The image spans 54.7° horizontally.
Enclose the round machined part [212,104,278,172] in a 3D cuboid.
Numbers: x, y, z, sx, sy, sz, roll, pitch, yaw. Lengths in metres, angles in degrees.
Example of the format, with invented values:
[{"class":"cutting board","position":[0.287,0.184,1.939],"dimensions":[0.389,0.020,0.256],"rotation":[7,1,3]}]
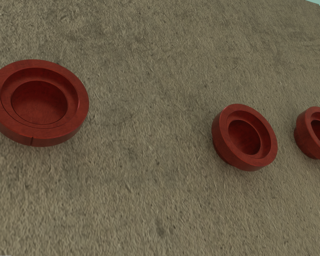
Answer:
[{"class":"round machined part","position":[0.115,0.017,0.444],"dimensions":[0.099,0.042,0.098],"rotation":[14,56,-21]}]

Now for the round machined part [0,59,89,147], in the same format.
[{"class":"round machined part","position":[-0.131,-0.023,0.336],"dimensions":[0.099,0.042,0.098],"rotation":[14,56,-21]}]

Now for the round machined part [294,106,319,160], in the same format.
[{"class":"round machined part","position":[0.270,0.015,0.529],"dimensions":[0.099,0.042,0.098],"rotation":[14,56,-21]}]
